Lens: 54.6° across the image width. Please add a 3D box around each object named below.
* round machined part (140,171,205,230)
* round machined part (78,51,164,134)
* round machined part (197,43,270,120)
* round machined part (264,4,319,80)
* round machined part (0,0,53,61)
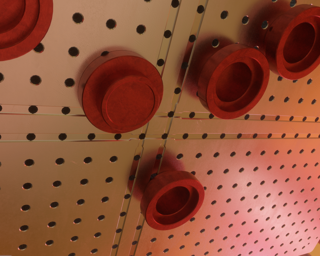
[{"bbox_3d":[0.015,0.105,0.472,0.099,0.042,0.097,-14,124,-21],"label":"round machined part"},{"bbox_3d":[-0.040,-0.035,0.356,0.099,0.042,0.097,-14,124,-21],"label":"round machined part"},{"bbox_3d":[0.092,-0.063,0.410,0.099,0.042,0.097,-14,124,-21],"label":"round machined part"},{"bbox_3d":[0.184,-0.119,0.426,0.099,0.042,0.097,-14,124,-21],"label":"round machined part"},{"bbox_3d":[-0.143,-0.108,0.255,0.099,0.042,0.097,-14,124,-21],"label":"round machined part"}]
